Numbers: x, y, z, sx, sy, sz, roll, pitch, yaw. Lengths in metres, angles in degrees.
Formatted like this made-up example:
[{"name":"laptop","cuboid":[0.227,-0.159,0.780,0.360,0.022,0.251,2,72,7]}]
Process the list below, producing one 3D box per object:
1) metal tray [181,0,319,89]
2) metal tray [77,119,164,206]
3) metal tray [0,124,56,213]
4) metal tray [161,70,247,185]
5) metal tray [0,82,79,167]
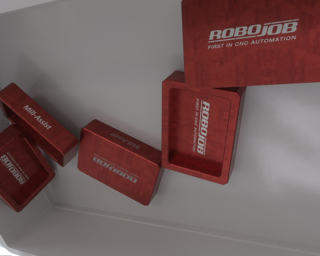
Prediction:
[{"name":"metal tray","cuboid":[0.087,-0.084,0.288,0.130,0.030,0.089,0,98,28]},{"name":"metal tray","cuboid":[-0.060,0.053,0.470,0.130,0.030,0.089,25,128,12]},{"name":"metal tray","cuboid":[-0.236,0.068,0.509,0.030,0.090,0.129,22,144,27]},{"name":"metal tray","cuboid":[0.049,0.001,0.380,0.090,0.030,0.129,14,124,20]},{"name":"metal tray","cuboid":[-0.187,-0.001,0.480,0.130,0.030,0.090,42,154,0]}]
